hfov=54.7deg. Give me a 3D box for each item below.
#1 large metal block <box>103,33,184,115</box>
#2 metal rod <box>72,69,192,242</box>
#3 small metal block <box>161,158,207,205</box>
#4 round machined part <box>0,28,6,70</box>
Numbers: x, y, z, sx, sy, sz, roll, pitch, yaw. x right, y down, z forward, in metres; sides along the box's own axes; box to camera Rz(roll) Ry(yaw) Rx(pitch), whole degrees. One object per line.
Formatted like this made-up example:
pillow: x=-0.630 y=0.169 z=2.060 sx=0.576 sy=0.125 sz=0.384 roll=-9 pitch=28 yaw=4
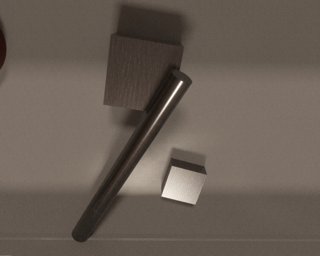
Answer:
large metal block: x=-0.020 y=-0.067 z=0.373 sx=0.081 sy=0.050 sz=0.079 roll=9 pitch=110 yaw=-4
metal rod: x=-0.049 y=0.054 z=0.397 sx=0.025 sy=0.025 sz=0.298 roll=28 pitch=120 yaw=-10
small metal block: x=0.033 y=0.076 z=0.440 sx=0.050 sy=0.025 sz=0.050 roll=15 pitch=109 yaw=-6
round machined part: x=-0.240 y=-0.097 z=0.363 sx=0.099 sy=0.042 sz=0.097 roll=0 pitch=110 yaw=-1
